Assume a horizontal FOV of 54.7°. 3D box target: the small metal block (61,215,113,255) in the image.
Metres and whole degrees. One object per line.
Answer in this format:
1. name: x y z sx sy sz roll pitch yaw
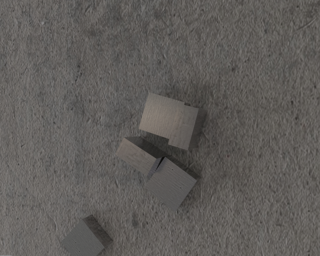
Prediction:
1. small metal block: -0.105 0.163 0.446 0.050 0.025 0.050 46 104 14

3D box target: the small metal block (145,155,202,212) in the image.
1. small metal block: 0.017 0.071 0.403 0.050 0.025 0.050 36 101 16

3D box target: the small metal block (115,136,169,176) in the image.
1. small metal block: -0.022 0.035 0.403 0.050 0.050 0.025 32 101 17

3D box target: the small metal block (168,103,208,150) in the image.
1. small metal block: 0.035 -0.002 0.383 0.025 0.050 0.050 16 96 19

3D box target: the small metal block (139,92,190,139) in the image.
1. small metal block: 0.006 -0.015 0.407 0.050 0.025 0.050 18 96 19
